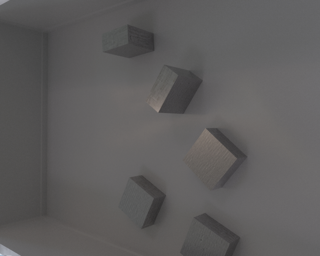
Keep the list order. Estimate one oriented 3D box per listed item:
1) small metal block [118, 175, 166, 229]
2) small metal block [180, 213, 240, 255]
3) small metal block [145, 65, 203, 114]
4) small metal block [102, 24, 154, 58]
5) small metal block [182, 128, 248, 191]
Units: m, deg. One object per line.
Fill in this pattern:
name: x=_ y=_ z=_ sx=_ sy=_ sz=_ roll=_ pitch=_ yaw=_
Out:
small metal block: x=-0.026 y=0.101 z=0.428 sx=0.050 sy=0.025 sz=0.050 roll=33 pitch=111 yaw=35
small metal block: x=0.057 y=0.136 z=0.360 sx=0.050 sy=0.025 sz=0.050 roll=29 pitch=108 yaw=36
small metal block: x=0.017 y=-0.045 z=0.376 sx=0.025 sy=0.050 sz=0.050 roll=43 pitch=116 yaw=31
small metal block: x=-0.044 y=-0.118 z=0.427 sx=0.050 sy=0.050 sz=0.025 roll=-4 pitch=87 yaw=40
small metal block: x=0.062 y=0.035 z=0.356 sx=0.050 sy=0.025 sz=0.050 roll=47 pitch=118 yaw=29
